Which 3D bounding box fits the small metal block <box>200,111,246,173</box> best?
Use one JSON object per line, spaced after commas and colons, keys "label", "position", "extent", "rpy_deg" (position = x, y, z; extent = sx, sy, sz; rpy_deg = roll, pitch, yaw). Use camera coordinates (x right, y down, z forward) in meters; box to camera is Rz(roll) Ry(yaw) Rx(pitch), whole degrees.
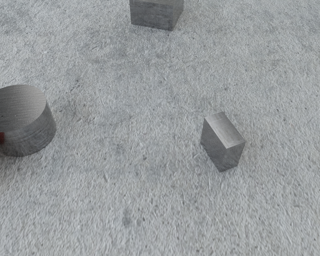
{"label": "small metal block", "position": [0.074, 0.017, 0.373], "extent": [0.025, 0.050, 0.050], "rpy_deg": [-18, 53, -15]}

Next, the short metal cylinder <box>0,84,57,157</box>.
{"label": "short metal cylinder", "position": [-0.179, -0.010, 0.394], "extent": [0.081, 0.050, 0.080], "rpy_deg": [0, 50, 0]}

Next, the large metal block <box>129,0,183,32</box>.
{"label": "large metal block", "position": [-0.004, -0.232, 0.582], "extent": [0.080, 0.050, 0.080], "rpy_deg": [14, 51, 11]}
